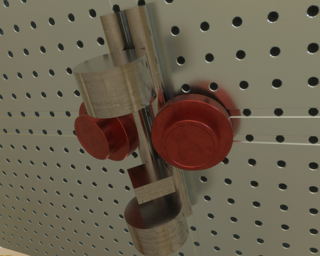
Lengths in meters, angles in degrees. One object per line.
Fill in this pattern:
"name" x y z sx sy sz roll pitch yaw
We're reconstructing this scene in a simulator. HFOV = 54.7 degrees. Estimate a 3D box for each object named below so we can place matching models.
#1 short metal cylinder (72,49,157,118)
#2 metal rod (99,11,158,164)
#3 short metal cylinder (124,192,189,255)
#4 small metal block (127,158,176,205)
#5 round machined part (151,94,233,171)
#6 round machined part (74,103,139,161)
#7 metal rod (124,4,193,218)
"short metal cylinder" -0.048 -0.051 0.341 0.080 0.080 0.050 1 119 28
"metal rod" -0.026 -0.002 0.423 0.025 0.025 0.298 1 119 28
"short metal cylinder" -0.004 0.129 0.430 0.080 0.080 0.050 1 119 28
"small metal block" -0.013 0.070 0.415 0.050 0.050 0.025 -17 116 -10
"round machined part" 0.037 0.012 0.371 0.098 0.042 0.097 4 118 9
"round machined part" -0.080 0.005 0.430 0.098 0.042 0.097 24 132 30
"metal rod" 0.005 -0.003 0.406 0.025 0.025 0.298 1 119 28
